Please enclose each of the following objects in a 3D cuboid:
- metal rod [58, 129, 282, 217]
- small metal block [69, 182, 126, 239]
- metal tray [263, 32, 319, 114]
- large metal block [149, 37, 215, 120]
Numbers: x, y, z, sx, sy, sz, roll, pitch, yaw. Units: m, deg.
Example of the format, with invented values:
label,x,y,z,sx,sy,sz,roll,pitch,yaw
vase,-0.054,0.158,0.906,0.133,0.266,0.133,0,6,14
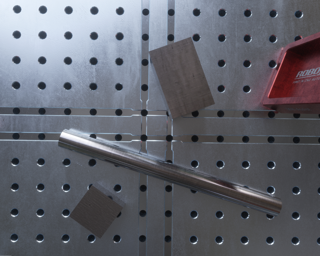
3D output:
label,x,y,z,sx,sy,sz,roll,pitch,yaw
metal rod,0.014,0.060,0.413,0.302,0.025,0.025,18,90,0
small metal block,-0.083,0.108,0.413,0.050,0.025,0.050,36,90,0
metal tray,0.177,-0.063,0.360,0.030,0.130,0.090,22,90,-8
large metal block,0.025,-0.056,0.386,0.050,0.080,0.080,-20,90,0
